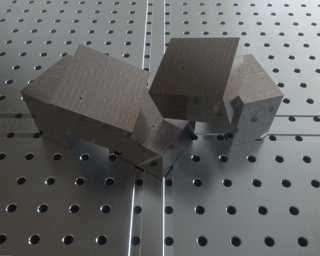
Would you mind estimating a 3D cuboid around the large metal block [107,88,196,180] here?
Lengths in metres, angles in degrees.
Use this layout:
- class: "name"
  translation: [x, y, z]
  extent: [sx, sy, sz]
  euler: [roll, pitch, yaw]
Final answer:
- class: "large metal block"
  translation: [-0.010, 0.004, 0.387]
  extent: [0.080, 0.050, 0.080]
  euler: [26, 54, 19]

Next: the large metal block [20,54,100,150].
- class: "large metal block"
  translation: [-0.118, -0.034, 0.398]
  extent: [0.050, 0.080, 0.080]
  euler: [24, 54, 18]

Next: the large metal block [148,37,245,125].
- class: "large metal block"
  translation: [0.044, -0.054, 0.347]
  extent: [0.080, 0.050, 0.080]
  euler: [7, 62, 25]

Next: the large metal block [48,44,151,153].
- class: "large metal block"
  translation: [-0.064, -0.030, 0.331]
  extent: [0.080, 0.050, 0.080]
  euler: [20, 57, -10]

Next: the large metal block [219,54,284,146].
- class: "large metal block"
  translation: [0.106, -0.036, 0.404]
  extent: [0.050, 0.080, 0.080]
  euler: [-13, 51, -11]
